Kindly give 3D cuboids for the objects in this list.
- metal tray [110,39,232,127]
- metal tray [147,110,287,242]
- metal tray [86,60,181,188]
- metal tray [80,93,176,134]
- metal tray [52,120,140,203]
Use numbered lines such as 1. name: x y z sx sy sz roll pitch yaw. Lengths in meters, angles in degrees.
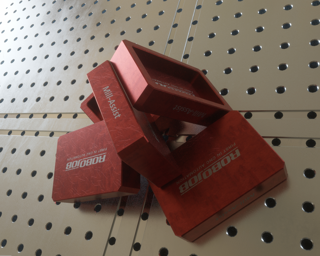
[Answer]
1. metal tray: 0.016 -0.049 0.362 0.030 0.131 0.090 -53 46 28
2. metal tray: 0.058 0.050 0.342 0.130 0.030 0.090 -35 51 4
3. metal tray: -0.030 -0.006 0.345 0.030 0.090 0.130 -33 52 6
4. metal tray: -0.048 -0.025 0.443 0.090 0.030 0.130 -45 51 -4
5. metal tray: -0.082 0.043 0.389 0.130 0.030 0.090 -17 65 36
